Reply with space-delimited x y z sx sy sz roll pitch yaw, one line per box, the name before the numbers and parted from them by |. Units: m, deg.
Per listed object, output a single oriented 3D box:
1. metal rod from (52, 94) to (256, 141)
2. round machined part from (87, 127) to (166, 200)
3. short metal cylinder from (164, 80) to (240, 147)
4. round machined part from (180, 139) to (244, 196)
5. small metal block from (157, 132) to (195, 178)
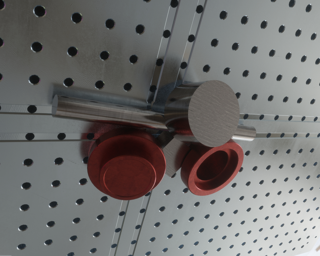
metal rod | 0.015 -0.008 0.410 0.302 0.025 0.025 7 115 -32
round machined part | -0.041 0.051 0.388 0.099 0.042 0.097 -4 118 -6
short metal cylinder | 0.053 -0.018 0.389 0.081 0.050 0.079 -2 94 -32
round machined part | 0.073 0.050 0.464 0.099 0.042 0.097 -17 128 -22
small metal block | 0.013 0.034 0.435 0.050 0.025 0.050 -45 129 3
